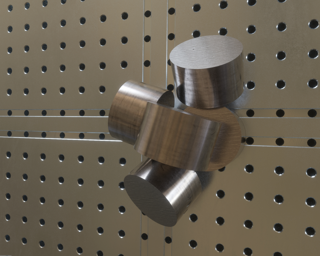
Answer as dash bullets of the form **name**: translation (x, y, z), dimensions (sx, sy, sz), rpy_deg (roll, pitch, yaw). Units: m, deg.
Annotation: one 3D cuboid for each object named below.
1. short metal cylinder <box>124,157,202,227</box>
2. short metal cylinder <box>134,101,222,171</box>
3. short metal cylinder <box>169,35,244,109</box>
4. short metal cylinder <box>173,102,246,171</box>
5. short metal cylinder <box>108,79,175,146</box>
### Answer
- **short metal cylinder**: translation (0.003, 0.072, 0.376), dimensions (0.080, 0.050, 0.080), rpy_deg (29, 142, 26)
- **short metal cylinder**: translation (0.018, 0.007, 0.323), dimensions (0.080, 0.080, 0.050), rpy_deg (19, 96, 19)
- **short metal cylinder**: translation (0.055, -0.066, 0.356), dimensions (0.080, 0.080, 0.050), rpy_deg (2, 131, 20)
- **short metal cylinder**: translation (0.061, 0.010, 0.377), dimensions (0.080, 0.050, 0.080), rpy_deg (0, 89, 20)
- **short metal cylinder**: translation (-0.022, -0.016, 0.391), dimensions (0.050, 0.080, 0.080), rpy_deg (20, 97, 19)
